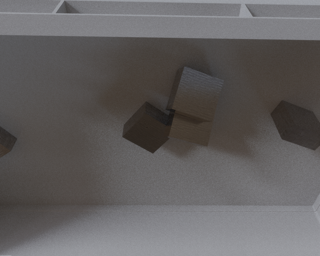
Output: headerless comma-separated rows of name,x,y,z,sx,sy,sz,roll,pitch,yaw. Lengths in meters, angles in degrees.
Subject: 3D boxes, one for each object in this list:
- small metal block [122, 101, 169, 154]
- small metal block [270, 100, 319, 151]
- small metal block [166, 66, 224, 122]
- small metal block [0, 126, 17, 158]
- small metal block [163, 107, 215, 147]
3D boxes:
small metal block,-0.014,0.000,0.409,0.050,0.025,0.050,31,123,-24
small metal block,0.175,-0.004,0.392,0.050,0.050,0.025,18,128,-15
small metal block,0.040,-0.038,0.360,0.050,0.025,0.050,17,86,-15
small metal block,-0.236,0.019,0.421,0.050,0.025,0.050,-29,125,22
small metal block,0.037,-0.007,0.385,0.050,0.025,0.050,15,84,-13
